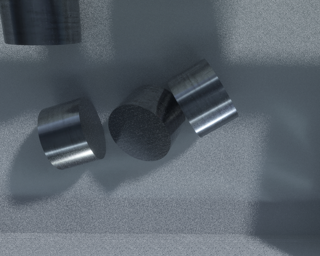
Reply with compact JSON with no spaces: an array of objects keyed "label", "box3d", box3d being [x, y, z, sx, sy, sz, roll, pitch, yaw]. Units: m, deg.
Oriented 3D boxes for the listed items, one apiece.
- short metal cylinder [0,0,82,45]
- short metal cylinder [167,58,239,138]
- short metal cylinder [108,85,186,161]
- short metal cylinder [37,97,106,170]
[{"label":"short metal cylinder","box3d":[-0.128,-0.119,0.337,0.081,0.080,0.050,1,110,-1]},{"label":"short metal cylinder","box3d":[0.051,-0.035,0.369,0.050,0.080,0.080,-30,107,9]},{"label":"short metal cylinder","box3d":[-0.015,-0.006,0.379,0.080,0.050,0.079,14,129,18]},{"label":"short metal cylinder","box3d":[-0.106,0.007,0.383,0.050,0.080,0.080,-16,109,6]}]
